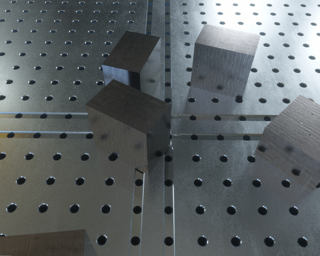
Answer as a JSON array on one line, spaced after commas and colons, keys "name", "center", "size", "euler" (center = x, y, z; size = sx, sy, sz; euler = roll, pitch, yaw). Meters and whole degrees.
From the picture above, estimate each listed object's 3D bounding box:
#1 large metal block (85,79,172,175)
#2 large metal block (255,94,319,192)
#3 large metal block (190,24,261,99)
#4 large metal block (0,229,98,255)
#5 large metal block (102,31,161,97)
[{"name": "large metal block", "center": [-0.035, -0.001, 0.372], "size": [0.080, 0.080, 0.050], "euler": [26, 55, 19]}, {"name": "large metal block", "center": [0.180, 0.016, 0.380], "size": [0.080, 0.050, 0.080], "euler": [-37, 59, -27]}, {"name": "large metal block", "center": [0.093, -0.097, 0.454], "size": [0.080, 0.080, 0.050], "euler": [16, 52, 13]}, {"name": "large metal block", "center": [-0.099, 0.129, 0.262], "size": [0.081, 0.080, 0.050], "euler": [-4, 50, -4]}, {"name": "large metal block", "center": [-0.036, -0.076, 0.436], "size": [0.050, 0.080, 0.080], "euler": [14, 52, 11]}]
